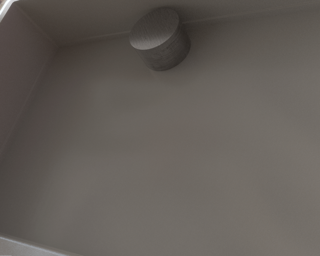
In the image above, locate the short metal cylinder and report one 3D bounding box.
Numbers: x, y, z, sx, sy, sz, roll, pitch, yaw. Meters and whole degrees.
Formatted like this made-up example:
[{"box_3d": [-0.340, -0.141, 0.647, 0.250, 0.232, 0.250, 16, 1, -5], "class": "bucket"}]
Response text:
[{"box_3d": [0.001, -0.134, 0.473, 0.080, 0.050, 0.080, -13, 56, 21], "class": "short metal cylinder"}]
